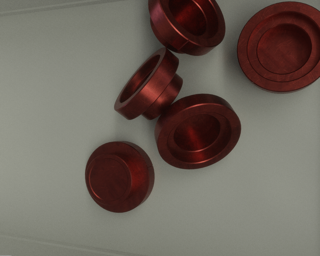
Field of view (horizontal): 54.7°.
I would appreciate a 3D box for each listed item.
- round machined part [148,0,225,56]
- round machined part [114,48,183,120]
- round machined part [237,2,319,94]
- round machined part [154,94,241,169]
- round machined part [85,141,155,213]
[{"bbox_3d":[0.028,-0.129,0.371,0.042,0.099,0.098,-32,78,51],"label":"round machined part"},{"bbox_3d":[-0.010,-0.049,0.384,0.042,0.098,0.098,38,104,-20],"label":"round machined part"},{"bbox_3d":[0.140,-0.087,0.352,0.098,0.042,0.097,0,90,19],"label":"round machined part"},{"bbox_3d":[0.042,0.000,0.368,0.098,0.098,0.042,-37,37,16],"label":"round machined part"},{"bbox_3d":[-0.060,0.067,0.422,0.098,0.042,0.097,0,90,19],"label":"round machined part"}]
